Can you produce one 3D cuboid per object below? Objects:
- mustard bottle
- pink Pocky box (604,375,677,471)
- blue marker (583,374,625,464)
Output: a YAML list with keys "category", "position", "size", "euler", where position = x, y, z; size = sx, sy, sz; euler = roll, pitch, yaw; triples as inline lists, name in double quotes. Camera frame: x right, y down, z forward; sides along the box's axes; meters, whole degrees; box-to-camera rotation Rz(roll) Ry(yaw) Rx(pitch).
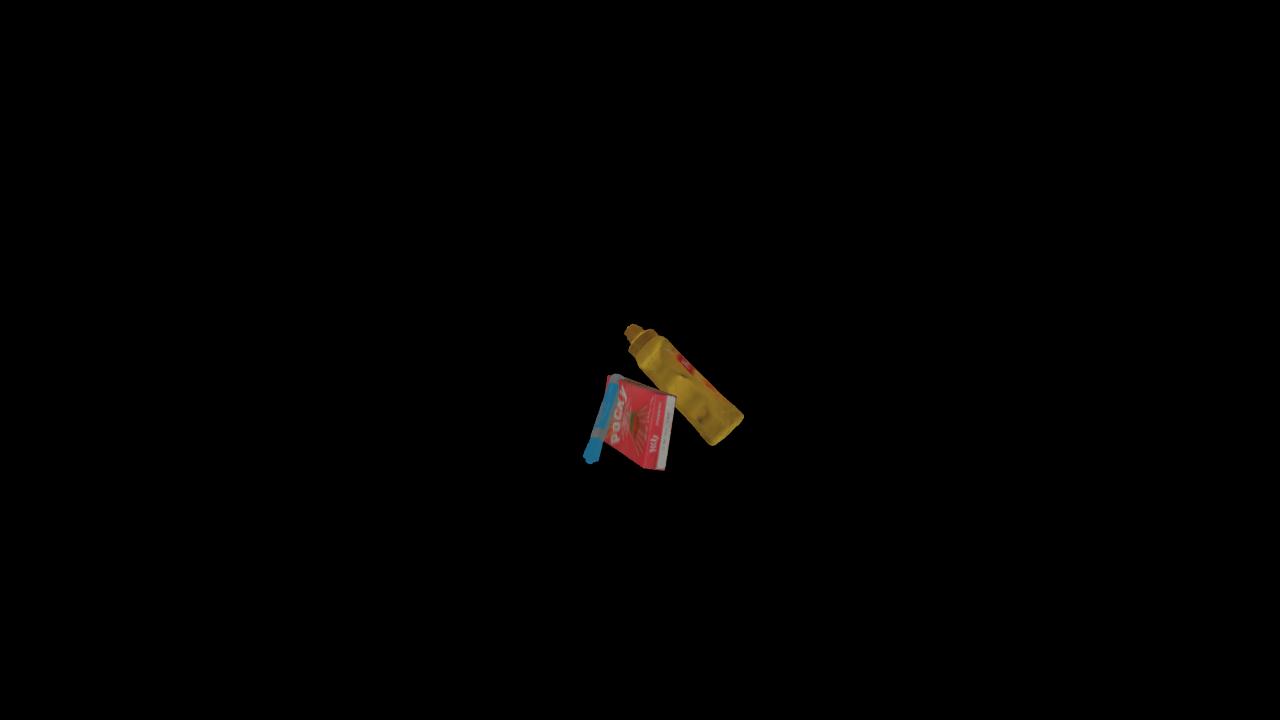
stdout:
- category: "mustard bottle"
  position: [0.046, 0.023, 0.765]
  size: [0.184, 0.054, 0.092]
  euler: [46, 19, 13]
- category: "pink Pocky box"
  position: [-0.008, 0.069, 0.724]
  size: [0.029, 0.084, 0.155]
  euler: [8, 3, -23]
- category: "blue marker"
  position: [-0.042, 0.068, 0.723]
  size: [0.020, 0.121, 0.020]
  euler: [12, -37, 9]
